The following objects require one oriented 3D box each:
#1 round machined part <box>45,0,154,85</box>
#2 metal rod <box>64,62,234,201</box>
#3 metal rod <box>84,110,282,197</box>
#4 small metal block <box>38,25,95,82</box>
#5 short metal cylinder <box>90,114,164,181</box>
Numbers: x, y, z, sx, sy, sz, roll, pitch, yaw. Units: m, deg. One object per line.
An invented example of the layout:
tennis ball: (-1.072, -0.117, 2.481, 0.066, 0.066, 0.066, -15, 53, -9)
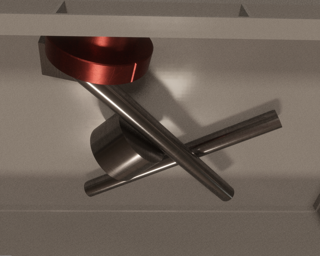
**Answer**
round machined part: (-0.054, -0.086, 0.286, 0.099, 0.098, 0.042, 11, 132, -10)
metal rod: (0.007, 0.016, 0.384, 0.025, 0.025, 0.300, -32, 127, 24)
metal rod: (0.021, 0.042, 0.445, 0.300, 0.025, 0.025, -22, 127, 17)
small metal block: (-0.099, -0.077, 0.332, 0.050, 0.025, 0.050, 11, 148, -10)
short metal cylinder: (-0.040, 0.020, 0.389, 0.050, 0.080, 0.080, -34, 123, 25)
